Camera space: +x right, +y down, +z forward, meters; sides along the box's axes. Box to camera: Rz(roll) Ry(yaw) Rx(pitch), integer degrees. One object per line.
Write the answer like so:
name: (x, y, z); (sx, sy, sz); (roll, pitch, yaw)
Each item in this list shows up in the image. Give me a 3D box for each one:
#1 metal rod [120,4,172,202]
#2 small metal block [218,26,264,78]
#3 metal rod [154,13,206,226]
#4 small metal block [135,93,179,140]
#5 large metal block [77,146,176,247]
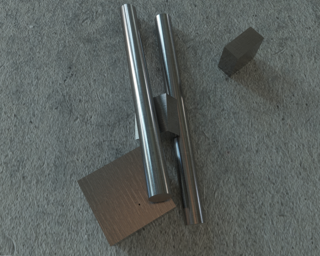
metal rod: (-0.024, -0.054, 0.397); (0.025, 0.025, 0.299); (-9, 59, -4)
small metal block: (0.112, -0.106, 0.435); (0.050, 0.050, 0.025); (-39, 75, -13)
metal rod: (0.023, -0.025, 0.417); (0.025, 0.025, 0.299); (-7, 70, -3)
small metal block: (-0.005, -0.011, 0.399); (0.050, 0.025, 0.050); (-16, 66, 32)
large metal block: (-0.038, 0.081, 0.365); (0.080, 0.050, 0.080); (-29, 73, -11)
